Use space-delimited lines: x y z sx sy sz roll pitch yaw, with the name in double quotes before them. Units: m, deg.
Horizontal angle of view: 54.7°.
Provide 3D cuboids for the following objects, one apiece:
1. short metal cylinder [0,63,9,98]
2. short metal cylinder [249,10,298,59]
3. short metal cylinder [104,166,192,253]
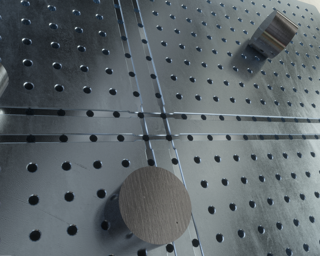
"short metal cylinder" -0.196 -0.042 0.293 0.080 0.080 0.050 22 54 -16
"short metal cylinder" 0.220 -0.182 0.606 0.050 0.080 0.080 35 51 -6
"short metal cylinder" -0.014 0.088 0.333 0.081 0.050 0.080 14 56 -21
